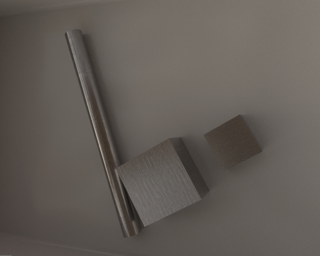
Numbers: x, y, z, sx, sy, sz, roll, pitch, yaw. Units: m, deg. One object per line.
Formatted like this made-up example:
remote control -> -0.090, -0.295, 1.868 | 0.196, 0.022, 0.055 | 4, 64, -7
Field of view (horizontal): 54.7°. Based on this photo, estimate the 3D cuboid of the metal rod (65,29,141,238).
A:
metal rod -> -0.082, 0.003, 0.438 | 0.025, 0.025, 0.299 | -20, 84, 18

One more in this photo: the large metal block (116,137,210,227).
large metal block -> 0.004, 0.066, 0.395 | 0.080, 0.050, 0.080 | -31, 80, 17

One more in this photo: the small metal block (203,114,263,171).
small metal block -> 0.090, 0.018, 0.379 | 0.050, 0.025, 0.050 | -31, 80, 17
